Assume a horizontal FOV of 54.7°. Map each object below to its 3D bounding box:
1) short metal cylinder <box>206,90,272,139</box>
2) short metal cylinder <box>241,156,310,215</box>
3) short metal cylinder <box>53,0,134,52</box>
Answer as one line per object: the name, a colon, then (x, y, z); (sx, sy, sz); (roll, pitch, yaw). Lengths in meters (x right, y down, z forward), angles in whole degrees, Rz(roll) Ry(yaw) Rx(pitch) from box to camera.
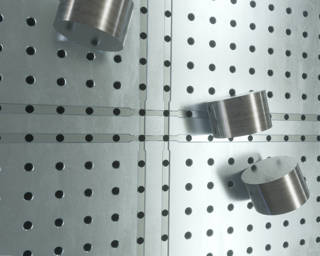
short metal cylinder: (0.108, -0.020, 0.425); (0.081, 0.080, 0.050); (-14, 95, -20)
short metal cylinder: (0.165, 0.081, 0.446); (0.081, 0.080, 0.050); (-28, 100, -18)
short metal cylinder: (-0.075, -0.127, 0.356); (0.081, 0.080, 0.050); (16, 85, -20)
